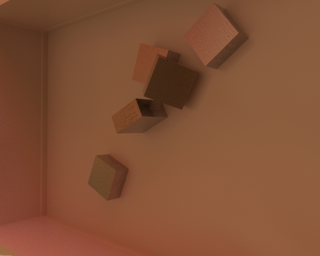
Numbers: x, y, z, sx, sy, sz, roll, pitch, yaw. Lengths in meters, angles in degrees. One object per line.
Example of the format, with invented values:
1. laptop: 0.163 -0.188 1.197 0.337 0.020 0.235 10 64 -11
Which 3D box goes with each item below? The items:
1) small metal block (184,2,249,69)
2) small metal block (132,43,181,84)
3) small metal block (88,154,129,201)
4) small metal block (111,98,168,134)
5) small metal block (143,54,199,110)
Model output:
1. small metal block: 0.063 -0.104 0.355 0.050 0.025 0.050 -44 64 31
2. small metal block: -0.006 -0.081 0.412 0.050 0.025 0.050 25 106 37
3. small metal block: -0.080 0.074 0.473 0.050 0.025 0.050 29 108 36
4. small metal block: -0.027 -0.015 0.413 0.050 0.050 0.025 -32 70 35
5. small metal block: 0.012 -0.056 0.378 0.025 0.050 0.050 -105 35 -68
